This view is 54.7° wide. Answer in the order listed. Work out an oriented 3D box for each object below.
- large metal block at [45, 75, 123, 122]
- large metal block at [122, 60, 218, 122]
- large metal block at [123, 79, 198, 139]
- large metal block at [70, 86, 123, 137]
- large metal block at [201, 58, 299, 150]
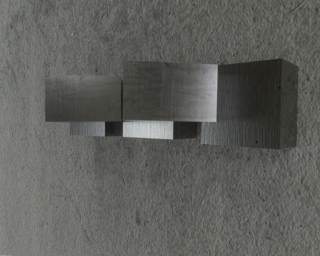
[{"bbox_3d":[-0.086,-0.032,0.374,0.081,0.080,0.050,-1,90,-6],"label":"large metal block"},{"bbox_3d":[0.005,-0.031,0.302,0.080,0.081,0.050,-172,84,-84],"label":"large metal block"},{"bbox_3d":[0.000,-0.028,0.389,0.080,0.050,0.079,1,91,39],"label":"large metal block"},{"bbox_3d":[-0.089,-0.029,0.461,0.080,0.050,0.079,1,90,39],"label":"large metal block"},{"bbox_3d":[0.091,-0.022,0.315,0.080,0.050,0.079,2,91,39],"label":"large metal block"}]
